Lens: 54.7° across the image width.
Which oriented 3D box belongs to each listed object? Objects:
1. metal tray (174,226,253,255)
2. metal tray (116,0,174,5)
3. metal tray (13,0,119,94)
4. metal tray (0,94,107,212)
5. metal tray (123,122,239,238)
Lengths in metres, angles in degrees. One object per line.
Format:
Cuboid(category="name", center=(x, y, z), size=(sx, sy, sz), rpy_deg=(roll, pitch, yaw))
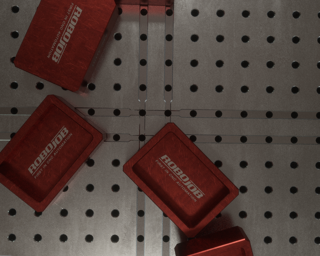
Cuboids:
Cuboid(category="metal tray", center=(0.079, 0.199, 0.396), size=(0.090, 0.030, 0.129), rpy_deg=(-17, 104, -1))
Cuboid(category="metal tray", center=(-0.024, -0.234, 0.410), size=(0.091, 0.030, 0.129), rpy_deg=(2, 90, -1))
Cuboid(category="metal tray", center=(-0.121, -0.121, 0.409), size=(0.090, 0.030, 0.129), rpy_deg=(24, 90, -1))
Cuboid(category="metal tray", center=(-0.146, 0.032, 0.408), size=(0.090, 0.030, 0.130), rpy_deg=(39, 90, -1))
Cuboid(category="metal tray", center=(0.027, 0.067, 0.411), size=(0.090, 0.030, 0.130), rpy_deg=(-44, 91, 0))
